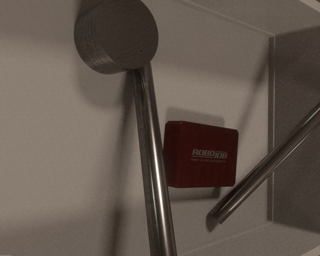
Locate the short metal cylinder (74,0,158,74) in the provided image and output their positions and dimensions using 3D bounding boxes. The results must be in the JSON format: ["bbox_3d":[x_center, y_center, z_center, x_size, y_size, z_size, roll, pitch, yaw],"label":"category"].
[{"bbox_3d":[-0.049,-0.104,0.351,0.081,0.050,0.079,0,90,-40],"label":"short metal cylinder"}]

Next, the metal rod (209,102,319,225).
[{"bbox_3d":[0.194,0.038,0.494,0.300,0.025,0.025,-44,120,-4],"label":"metal rod"}]

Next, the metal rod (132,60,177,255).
[{"bbox_3d":[-0.005,0.054,0.325,0.025,0.025,0.299,16,55,-39],"label":"metal rod"}]

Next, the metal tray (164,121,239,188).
[{"bbox_3d":[0.063,0.041,0.459,0.131,0.030,0.089,8,85,-40],"label":"metal tray"}]
